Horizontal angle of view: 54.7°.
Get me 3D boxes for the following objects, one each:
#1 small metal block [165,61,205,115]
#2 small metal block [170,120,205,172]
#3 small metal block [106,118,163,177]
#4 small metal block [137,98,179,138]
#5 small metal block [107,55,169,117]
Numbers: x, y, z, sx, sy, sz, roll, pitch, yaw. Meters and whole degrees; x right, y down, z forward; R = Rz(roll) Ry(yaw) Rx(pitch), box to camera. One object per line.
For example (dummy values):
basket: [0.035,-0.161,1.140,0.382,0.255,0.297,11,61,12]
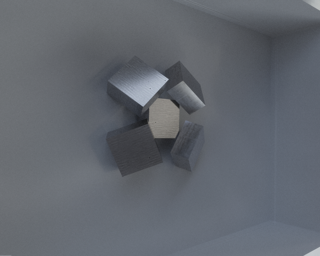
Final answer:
small metal block: [0.033,-0.054,0.416,0.050,0.025,0.050,42,27,-32]
small metal block: [0.039,0.026,0.422,0.050,0.025,0.050,-63,159,-21]
small metal block: [-0.029,0.023,0.364,0.050,0.025,0.050,-20,107,0]
small metal block: [-0.002,-0.012,0.401,0.050,0.025,0.050,2,89,-40]
small metal block: [-0.026,-0.049,0.365,0.050,0.025,0.050,37,62,7]
